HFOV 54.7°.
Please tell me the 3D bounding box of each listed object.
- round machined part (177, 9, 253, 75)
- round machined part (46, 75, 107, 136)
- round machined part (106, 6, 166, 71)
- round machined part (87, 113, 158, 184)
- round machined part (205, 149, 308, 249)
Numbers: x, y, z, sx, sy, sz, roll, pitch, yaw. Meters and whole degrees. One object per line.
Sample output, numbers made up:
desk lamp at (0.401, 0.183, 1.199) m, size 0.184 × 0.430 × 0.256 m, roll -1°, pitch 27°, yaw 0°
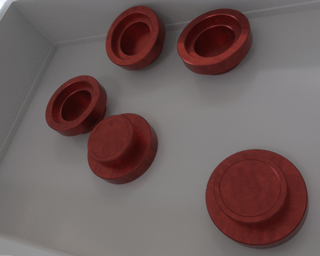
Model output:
round machined part at (0.077, -0.112, 0.423) m, size 0.098 × 0.042 × 0.098 m, roll -13°, pitch 56°, yaw 21°
round machined part at (-0.123, -0.030, 0.478) m, size 0.098 × 0.042 × 0.098 m, roll -13°, pitch 56°, yaw 21°
round machined part at (-0.034, -0.136, 0.485) m, size 0.098 × 0.042 × 0.098 m, roll -8°, pitch 74°, yaw 29°
round machined part at (-0.056, 0.021, 0.411) m, size 0.098 × 0.042 × 0.098 m, roll -13°, pitch 56°, yaw 21°
round machined part at (0.092, 0.065, 0.307) m, size 0.098 × 0.042 × 0.098 m, roll -13°, pitch 56°, yaw 21°
